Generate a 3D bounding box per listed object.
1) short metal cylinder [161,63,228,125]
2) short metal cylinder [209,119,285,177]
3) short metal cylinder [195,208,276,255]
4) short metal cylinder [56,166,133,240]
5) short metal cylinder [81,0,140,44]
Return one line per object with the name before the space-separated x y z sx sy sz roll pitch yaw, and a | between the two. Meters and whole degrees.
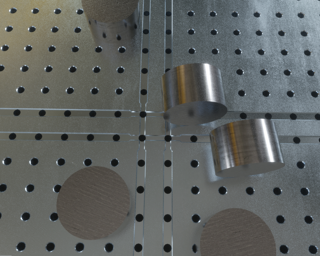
short metal cylinder | 0.043 -0.040 0.398 0.081 0.080 0.050 -3 70 -2
short metal cylinder | 0.103 0.027 0.374 0.081 0.080 0.050 -5 70 -2
short metal cylinder | 0.082 0.134 0.351 0.081 0.050 0.080 0 70 0
short metal cylinder | -0.074 0.090 0.365 0.081 0.050 0.080 0 70 0
short metal cylinder | -0.071 -0.173 0.461 0.081 0.050 0.080 0 70 0
